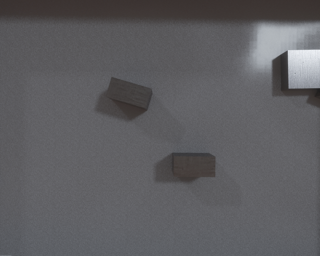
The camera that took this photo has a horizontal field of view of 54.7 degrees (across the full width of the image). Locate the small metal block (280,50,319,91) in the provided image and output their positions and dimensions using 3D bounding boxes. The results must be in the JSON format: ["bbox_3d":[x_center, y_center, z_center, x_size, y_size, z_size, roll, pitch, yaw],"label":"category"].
[{"bbox_3d":[0.191,-0.076,0.413,0.050,0.025,0.050,-1,90,0],"label":"small metal block"}]

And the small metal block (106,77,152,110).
[{"bbox_3d":[-0.038,-0.043,0.398,0.050,0.050,0.025,17,90,0],"label":"small metal block"}]

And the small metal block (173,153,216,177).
[{"bbox_3d":[0.042,0.047,0.399,0.050,0.050,0.025,1,90,0],"label":"small metal block"}]

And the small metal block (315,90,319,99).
[{"bbox_3d":[0.245,-0.056,0.413,0.050,0.025,0.050,23,90,-1],"label":"small metal block"}]
